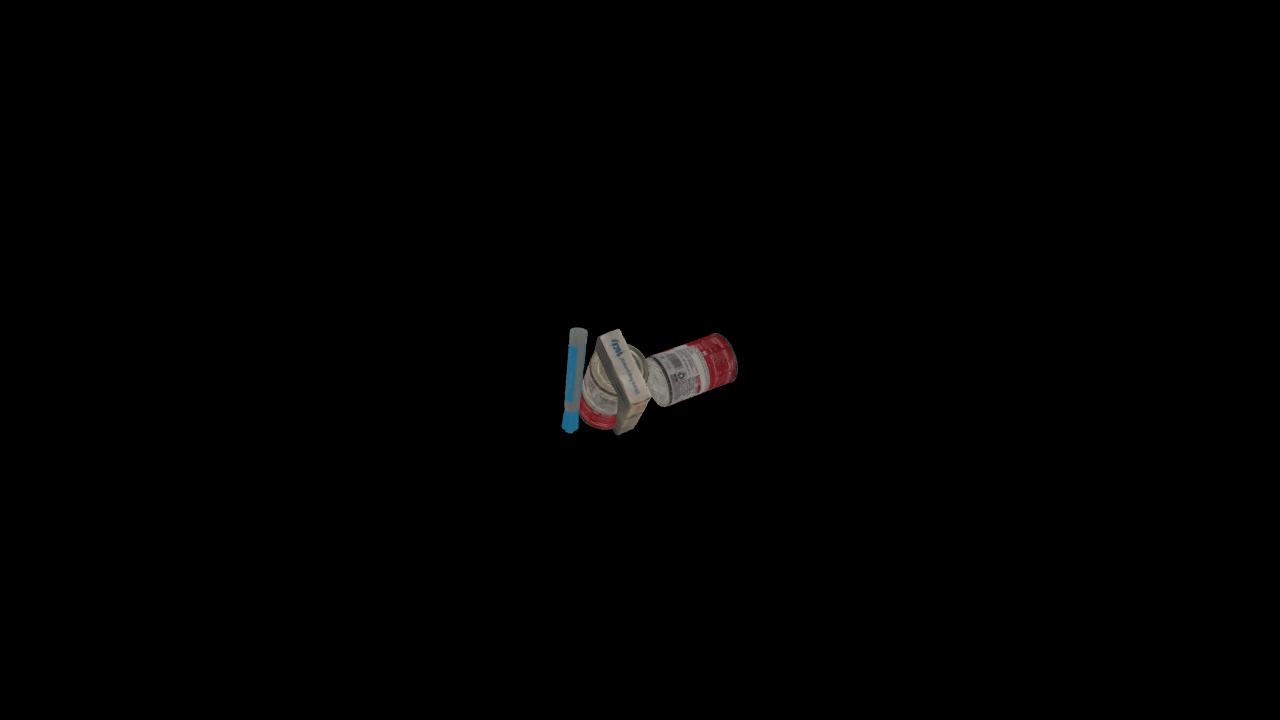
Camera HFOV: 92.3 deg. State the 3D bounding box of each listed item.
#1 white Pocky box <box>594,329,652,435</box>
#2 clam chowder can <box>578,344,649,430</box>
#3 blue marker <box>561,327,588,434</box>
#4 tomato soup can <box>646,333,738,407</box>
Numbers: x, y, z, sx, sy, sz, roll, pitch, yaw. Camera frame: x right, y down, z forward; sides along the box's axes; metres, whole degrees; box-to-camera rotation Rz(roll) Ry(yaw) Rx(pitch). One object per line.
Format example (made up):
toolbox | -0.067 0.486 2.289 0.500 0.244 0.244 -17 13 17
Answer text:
white Pocky box | -0.026 0.030 0.694 0.028 0.084 0.154 -23 -14 -15
clam chowder can | -0.033 0.030 0.701 0.068 0.068 0.102 0 -27 -14
blue marker | -0.070 0.025 0.656 0.020 0.121 0.020 7 23 -3
tomato soup can | 0.062 0.013 0.770 0.101 0.068 0.068 -20 8 -23
